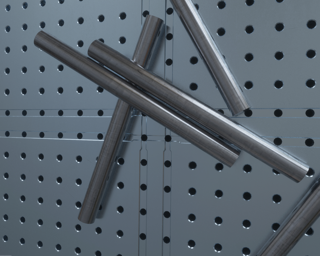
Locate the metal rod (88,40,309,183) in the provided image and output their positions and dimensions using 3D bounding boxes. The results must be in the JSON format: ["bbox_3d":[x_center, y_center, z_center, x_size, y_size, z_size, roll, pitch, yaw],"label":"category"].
[{"bbox_3d":[0.038,-0.026,0.381,0.301,0.025,0.025,32,100,10],"label":"metal rod"}]

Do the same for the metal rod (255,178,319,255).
[{"bbox_3d":[0.163,0.103,0.355,0.025,0.025,0.299,37,101,16],"label":"metal rod"}]

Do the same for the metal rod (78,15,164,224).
[{"bbox_3d":[-0.056,-0.007,0.431,0.025,0.025,0.298,22,97,18],"label":"metal rod"}]

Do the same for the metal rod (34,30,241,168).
[{"bbox_3d":[-0.034,-0.041,0.398,0.301,0.025,0.025,32,101,7],"label":"metal rod"}]

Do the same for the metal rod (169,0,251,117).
[{"bbox_3d":[0.034,-0.152,0.400,0.025,0.025,0.299,-29,81,17],"label":"metal rod"}]
